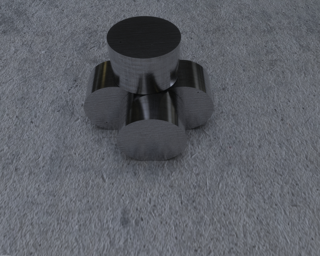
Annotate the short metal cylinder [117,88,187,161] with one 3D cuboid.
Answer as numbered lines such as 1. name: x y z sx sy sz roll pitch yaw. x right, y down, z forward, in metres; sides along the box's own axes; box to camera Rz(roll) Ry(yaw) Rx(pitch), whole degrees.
1. short metal cylinder: -0.009 -0.003 0.371 0.081 0.080 0.050 0 50 -1

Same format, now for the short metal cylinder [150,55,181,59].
1. short metal cylinder: -0.009 -0.081 0.437 0.081 0.080 0.050 -1 50 -2

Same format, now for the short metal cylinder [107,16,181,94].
1. short metal cylinder: -0.017 -0.084 0.355 0.081 0.050 0.080 0 50 0

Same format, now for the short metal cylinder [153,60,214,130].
1. short metal cylinder: 0.027 -0.041 0.404 0.081 0.080 0.050 0 50 -1

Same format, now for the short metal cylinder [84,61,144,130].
1. short metal cylinder: -0.055 -0.041 0.403 0.081 0.080 0.050 -1 50 -1
